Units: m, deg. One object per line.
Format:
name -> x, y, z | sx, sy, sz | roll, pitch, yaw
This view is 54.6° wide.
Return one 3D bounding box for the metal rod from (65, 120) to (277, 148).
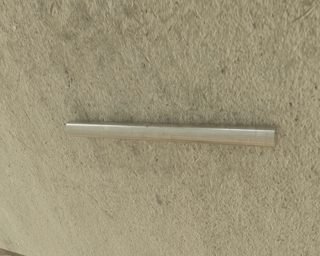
metal rod -> -0.004, 0.005, 0.414 | 0.300, 0.025, 0.025 | 2, 119, 27
